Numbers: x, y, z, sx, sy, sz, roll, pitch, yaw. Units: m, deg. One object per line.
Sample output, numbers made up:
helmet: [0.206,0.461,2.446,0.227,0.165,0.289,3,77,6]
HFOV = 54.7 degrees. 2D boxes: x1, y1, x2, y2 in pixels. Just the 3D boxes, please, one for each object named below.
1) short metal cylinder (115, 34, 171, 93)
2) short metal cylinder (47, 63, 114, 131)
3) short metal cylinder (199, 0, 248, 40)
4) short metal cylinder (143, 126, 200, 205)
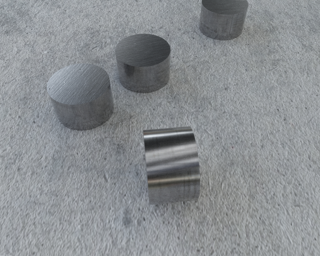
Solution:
short metal cylinder: [-0.025,-0.099,0.469,0.080,0.050,0.080,0,50,0]
short metal cylinder: [-0.106,-0.043,0.422,0.080,0.050,0.080,0,50,0]
short metal cylinder: [0.113,-0.202,0.558,0.080,0.050,0.080,0,50,0]
short metal cylinder: [0.010,0.040,0.334,0.050,0.080,0.080,-5,50,-4]
